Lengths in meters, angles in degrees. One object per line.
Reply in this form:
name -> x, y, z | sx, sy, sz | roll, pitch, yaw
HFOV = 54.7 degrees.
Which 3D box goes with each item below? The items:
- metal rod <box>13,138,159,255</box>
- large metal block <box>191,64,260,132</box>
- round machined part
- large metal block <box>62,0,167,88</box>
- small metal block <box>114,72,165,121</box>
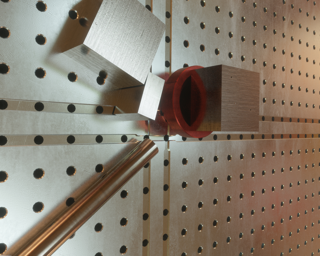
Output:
metal rod -> -0.107, 0.109, 0.319 | 0.302, 0.025, 0.025 | -42, 116, -32
large metal block -> 0.087, -0.035, 0.411 | 0.081, 0.050, 0.080 | 1, 90, -40
round machined part -> 0.040, -0.035, 0.431 | 0.099, 0.042, 0.097 | 0, 90, -40
large metal block -> -0.049, -0.101, 0.351 | 0.080, 0.050, 0.080 | 31, 71, -36
small metal block -> -0.025, -0.037, 0.372 | 0.025, 0.050, 0.050 | 23, 76, -38
